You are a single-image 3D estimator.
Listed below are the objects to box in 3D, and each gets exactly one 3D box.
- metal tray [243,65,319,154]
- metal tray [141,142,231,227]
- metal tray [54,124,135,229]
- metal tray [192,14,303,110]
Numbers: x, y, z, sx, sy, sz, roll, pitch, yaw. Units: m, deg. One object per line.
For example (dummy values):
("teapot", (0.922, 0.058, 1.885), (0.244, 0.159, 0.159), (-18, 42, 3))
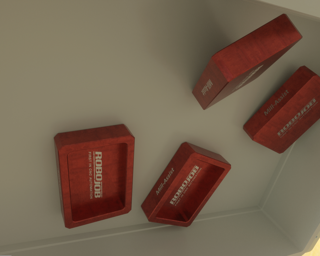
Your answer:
("metal tray", (0.207, -0.024, 0.489), (0.090, 0.030, 0.129), (23, 116, -37))
("metal tray", (0.041, 0.092, 0.484), (0.091, 0.030, 0.129), (22, 107, -36))
("metal tray", (-0.082, 0.063, 0.399), (0.091, 0.030, 0.129), (-9, 123, -24))
("metal tray", (0.092, -0.069, 0.359), (0.090, 0.030, 0.130), (-31, 174, -8))
